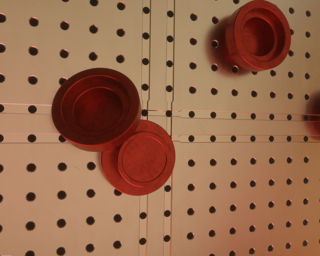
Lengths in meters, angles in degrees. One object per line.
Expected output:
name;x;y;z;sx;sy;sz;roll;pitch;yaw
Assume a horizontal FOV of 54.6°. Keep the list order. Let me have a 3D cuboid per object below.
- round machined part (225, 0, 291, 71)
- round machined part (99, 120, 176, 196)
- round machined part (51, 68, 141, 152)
round machined part;0.138;-0.131;0.454;0.099;0.042;0.097;0;90;-20
round machined part;-0.025;0.038;0.394;0.099;0.042;0.097;0;90;-20
round machined part;-0.071;-0.018;0.362;0.098;0.042;0.098;-1;67;2
